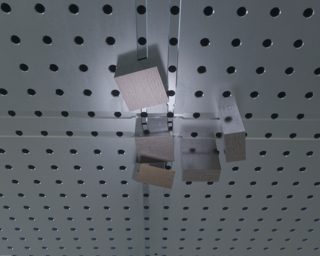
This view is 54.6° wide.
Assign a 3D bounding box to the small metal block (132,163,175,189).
[{"bbox_3d":[-0.011,0.069,0.452,0.050,0.025,0.050,14,172,-12],"label":"small metal block"}]

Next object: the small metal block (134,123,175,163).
[{"bbox_3d":[-0.007,0.022,0.430,0.050,0.025,0.050,-4,130,3],"label":"small metal block"}]

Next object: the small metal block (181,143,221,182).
[{"bbox_3d":[0.056,0.048,0.436,0.050,0.050,0.025,1,130,-1],"label":"small metal block"}]

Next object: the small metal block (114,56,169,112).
[{"bbox_3d":[-0.020,-0.052,0.367,0.050,0.025,0.050,-13,129,11],"label":"small metal block"}]

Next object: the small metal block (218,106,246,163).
[{"bbox_3d":[0.093,0.008,0.403,0.025,0.050,0.050,-8,130,7],"label":"small metal block"}]
